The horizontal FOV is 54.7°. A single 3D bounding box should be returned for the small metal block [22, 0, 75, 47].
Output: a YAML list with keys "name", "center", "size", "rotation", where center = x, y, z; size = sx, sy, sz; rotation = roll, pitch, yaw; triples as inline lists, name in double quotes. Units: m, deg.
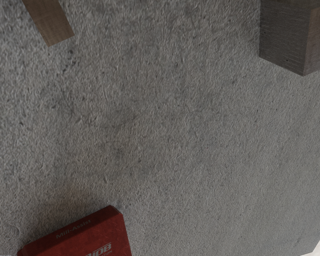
- name: "small metal block"
  center: [-0.102, -0.105, 0.270]
  size: [0.025, 0.050, 0.050]
  rotation: [-29, 128, -10]

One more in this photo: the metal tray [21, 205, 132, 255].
- name: "metal tray"
  center: [-0.107, 0.174, 0.424]
  size: [0.131, 0.030, 0.089]
  rotation: [-21, 113, -29]

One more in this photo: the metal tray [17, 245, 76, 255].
- name: "metal tray"
  center: [-0.163, 0.228, 0.456]
  size: [0.091, 0.030, 0.129]
  rotation: [1, 118, -29]

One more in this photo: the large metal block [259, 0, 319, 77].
- name: "large metal block"
  center: [0.173, -0.122, 0.390]
  size: [0.050, 0.080, 0.080]
  rotation: [-22, 127, -15]
